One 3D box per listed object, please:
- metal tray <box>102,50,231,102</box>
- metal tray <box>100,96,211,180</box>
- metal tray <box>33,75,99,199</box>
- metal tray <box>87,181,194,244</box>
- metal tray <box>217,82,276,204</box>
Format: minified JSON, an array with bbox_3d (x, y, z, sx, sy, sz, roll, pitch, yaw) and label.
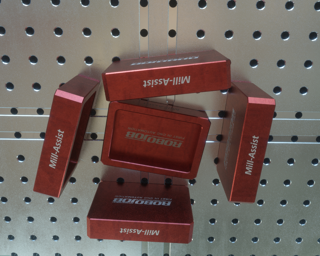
[{"bbox_3d":[0.007,-0.062,0.355,0.131,0.090,0.030,-6,110,2],"label":"metal tray"},{"bbox_3d":[-0.007,0.014,0.415,0.131,0.030,0.089,10,110,-4],"label":"metal tray"},{"bbox_3d":[-0.113,0.008,0.381,0.030,0.090,0.129,17,109,-6],"label":"metal tray"},{"bbox_3d":[-0.024,0.111,0.419,0.131,0.090,0.030,4,110,-1],"label":"metal tray"},{"bbox_3d":[0.101,0.015,0.385,0.030,0.090,0.129,4,110,-2],"label":"metal tray"}]
